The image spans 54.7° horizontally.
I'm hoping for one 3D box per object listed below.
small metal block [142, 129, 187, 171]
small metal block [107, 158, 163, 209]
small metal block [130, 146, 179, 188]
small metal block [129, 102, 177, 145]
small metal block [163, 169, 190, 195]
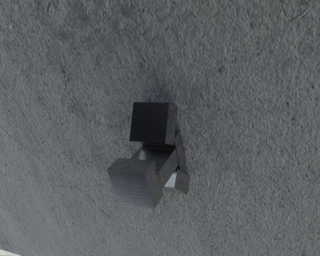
[{"bbox_3d":[0.005,0.029,0.423,0.050,0.025,0.050,2,120,26],"label":"small metal block"},{"bbox_3d":[-0.029,0.064,0.365,0.050,0.025,0.050,1,119,27],"label":"small metal block"},{"bbox_3d":[-0.011,0.048,0.393,0.050,0.050,0.025,3,120,26],"label":"small metal block"},{"bbox_3d":[-0.008,-0.006,0.392,0.050,0.025,0.050,3,84,27],"label":"small metal block"},{"bbox_3d":[0.008,0.073,0.431,0.050,0.025,0.050,2,160,27],"label":"small metal block"}]
